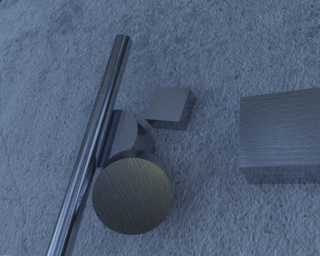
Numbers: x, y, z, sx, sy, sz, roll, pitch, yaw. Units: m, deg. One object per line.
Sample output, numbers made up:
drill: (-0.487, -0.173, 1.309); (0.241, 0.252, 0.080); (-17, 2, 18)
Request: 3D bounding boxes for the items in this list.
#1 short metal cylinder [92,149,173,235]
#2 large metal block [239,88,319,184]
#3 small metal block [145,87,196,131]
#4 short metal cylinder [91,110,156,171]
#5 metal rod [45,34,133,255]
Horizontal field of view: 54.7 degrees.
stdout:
short metal cylinder: (-0.028, 0.066, 0.334); (0.081, 0.050, 0.079); (0, 96, -3)
large metal block: (0.127, 0.010, 0.315); (0.080, 0.050, 0.080); (-6, 59, 25)
small metal block: (0.015, -0.026, 0.411); (0.050, 0.025, 0.050); (5, 64, 30)
short metal cylinder: (-0.053, 0.023, 0.400); (0.080, 0.050, 0.080); (-13, 56, 20)
metal rod: (-0.078, 0.007, 0.374); (0.025, 0.025, 0.299); (-3, 60, 26)
